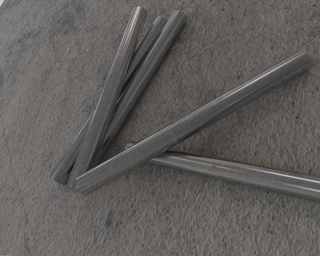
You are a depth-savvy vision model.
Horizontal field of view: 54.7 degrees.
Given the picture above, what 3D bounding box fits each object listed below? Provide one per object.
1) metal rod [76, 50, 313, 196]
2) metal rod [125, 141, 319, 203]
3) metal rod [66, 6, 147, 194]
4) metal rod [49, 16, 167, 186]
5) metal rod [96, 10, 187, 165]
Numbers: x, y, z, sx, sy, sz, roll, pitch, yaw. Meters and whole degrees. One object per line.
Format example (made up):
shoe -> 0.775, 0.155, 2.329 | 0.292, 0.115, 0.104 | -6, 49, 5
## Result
metal rod -> 0.040, -0.006, 0.362 | 0.301, 0.025, 0.025 | -30, 52, -1
metal rod -> 0.088, 0.048, 0.327 | 0.300, 0.025, 0.025 | 9, 66, 31
metal rod -> -0.068, -0.056, 0.439 | 0.025, 0.025, 0.300 | 1, 62, 28
metal rod -> -0.070, -0.050, 0.471 | 0.025, 0.025, 0.300 | 21, 72, 36
metal rod -> -0.039, -0.054, 0.457 | 0.025, 0.025, 0.300 | 19, 71, 35
